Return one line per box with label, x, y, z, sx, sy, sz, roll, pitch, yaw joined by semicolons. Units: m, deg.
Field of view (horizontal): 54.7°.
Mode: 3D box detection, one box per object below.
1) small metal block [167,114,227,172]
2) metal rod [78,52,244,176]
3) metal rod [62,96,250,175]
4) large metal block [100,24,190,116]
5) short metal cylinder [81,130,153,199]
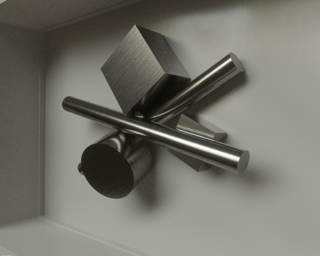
small metal block;0.042;0.016;0.366;0.050;0.025;0.050;33;110;34
metal rod;-0.020;-0.003;0.418;0.299;0.025;0.025;-34;69;34
metal rod;-0.031;-0.002;0.395;0.300;0.025;0.025;18;101;38
large metal block;-0.021;-0.071;0.403;0.080;0.050;0.080;-43;64;31
short metal cylinder;-0.057;0.047;0.415;0.080;0.050;0.079;11;116;23
